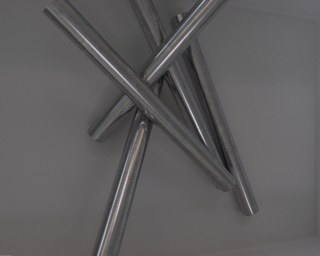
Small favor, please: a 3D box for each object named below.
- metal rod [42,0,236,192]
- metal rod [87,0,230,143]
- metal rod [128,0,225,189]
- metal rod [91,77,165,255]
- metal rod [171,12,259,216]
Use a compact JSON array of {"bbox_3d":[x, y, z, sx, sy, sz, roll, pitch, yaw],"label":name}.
[{"bbox_3d":[-0.004,-0.020,0.352,0.300,0.025,0.025,45,76,-26],"label":"metal rod"},{"bbox_3d":[0.020,-0.096,0.347,0.025,0.025,0.299,39,105,-16],"label":"metal rod"},{"bbox_3d":[0.027,-0.047,0.399,0.025,0.025,0.299,-32,109,-17],"label":"metal rod"},{"bbox_3d":[-0.034,0.048,0.337,0.025,0.025,0.300,25,58,-18],"label":"metal rod"},{"bbox_3d":[0.080,-0.014,0.439,0.025,0.025,0.299,-24,98,-18],"label":"metal rod"}]
